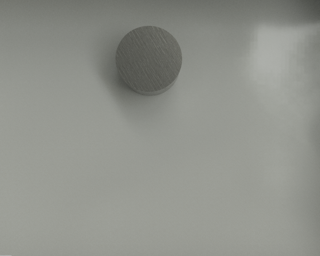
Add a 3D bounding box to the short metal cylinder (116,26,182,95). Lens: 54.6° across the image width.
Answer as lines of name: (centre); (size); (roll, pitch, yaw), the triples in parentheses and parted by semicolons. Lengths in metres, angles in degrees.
short metal cylinder: (-0.013, -0.084, 0.399); (0.080, 0.050, 0.080); (0, 90, 0)
